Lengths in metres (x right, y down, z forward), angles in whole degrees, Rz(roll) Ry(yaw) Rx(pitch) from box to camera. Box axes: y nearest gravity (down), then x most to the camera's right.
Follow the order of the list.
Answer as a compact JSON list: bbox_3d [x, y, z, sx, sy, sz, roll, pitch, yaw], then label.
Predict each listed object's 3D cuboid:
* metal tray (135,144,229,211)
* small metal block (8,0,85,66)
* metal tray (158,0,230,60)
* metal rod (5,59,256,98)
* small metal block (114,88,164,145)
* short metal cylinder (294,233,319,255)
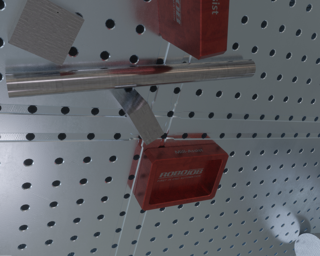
[{"bbox_3d":[0.034,0.073,0.470,0.131,0.030,0.089,-2,120,-28],"label":"metal tray"},{"bbox_3d":[-0.108,-0.095,0.293,0.050,0.025,0.050,21,107,-36],"label":"small metal block"},{"bbox_3d":[0.029,-0.142,0.296,0.030,0.090,0.129,-17,126,-19],"label":"metal tray"},{"bbox_3d":[-0.013,-0.062,0.365,0.303,0.025,0.025,-9,122,-24],"label":"metal rod"},{"bbox_3d":[-0.025,-0.015,0.372,0.025,0.050,0.050,-33,129,-7],"label":"small metal block"},{"bbox_3d":[0.389,0.306,0.777,0.050,0.080,0.079,12,112,-33],"label":"short metal cylinder"}]
